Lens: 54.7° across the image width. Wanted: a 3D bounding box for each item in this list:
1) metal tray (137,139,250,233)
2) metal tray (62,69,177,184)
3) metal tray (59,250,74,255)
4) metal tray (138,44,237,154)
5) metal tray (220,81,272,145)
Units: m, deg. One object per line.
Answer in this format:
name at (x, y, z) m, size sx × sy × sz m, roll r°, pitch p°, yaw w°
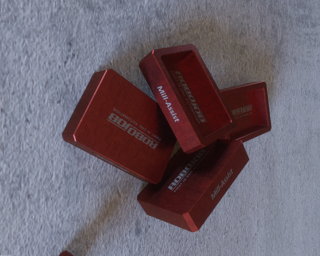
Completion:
metal tray at (0.044, 0.064, 0.400) m, size 0.131 × 0.090 × 0.030 m, roll -44°, pitch 120°, yaw -31°
metal tray at (-0.038, 0.002, 0.371) m, size 0.130 × 0.030 × 0.090 m, roll 35°, pitch 68°, yaw -35°
metal tray at (-0.078, 0.174, 0.273) m, size 0.030 × 0.130 × 0.090 m, roll 51°, pitch 60°, yaw -28°
metal tray at (0.039, -0.042, 0.400) m, size 0.091 × 0.030 × 0.130 m, roll -24°, pitch 85°, yaw -46°
metal tray at (0.134, -0.025, 0.516) m, size 0.131 × 0.030 × 0.089 m, roll -17°, pitch 101°, yaw -39°
